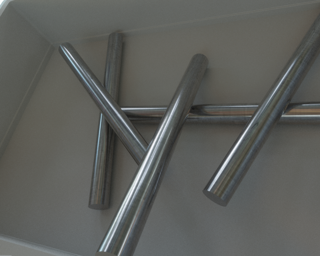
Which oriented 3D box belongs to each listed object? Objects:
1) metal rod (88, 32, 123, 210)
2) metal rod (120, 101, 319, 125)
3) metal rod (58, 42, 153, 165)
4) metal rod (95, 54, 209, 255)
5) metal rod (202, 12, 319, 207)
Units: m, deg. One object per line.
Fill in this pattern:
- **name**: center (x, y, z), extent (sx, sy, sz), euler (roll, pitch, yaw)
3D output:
- **metal rod**: center (-0.077, -0.030, 0.462), extent (0.025, 0.025, 0.299), euler (-13, 56, 20)
- **metal rod**: center (0.077, -0.017, 0.375), extent (0.300, 0.025, 0.025), euler (1, 62, 28)
- **metal rod**: center (-0.083, -0.043, 0.440), extent (0.025, 0.025, 0.300), euler (-41, 53, 0)
- **metal rod**: center (0.011, 0.000, 0.326), extent (0.025, 0.025, 0.301), euler (-5, 37, 26)
- **metal rod**: center (0.136, -0.047, 0.333), extent (0.025, 0.025, 0.301), euler (23, 64, 36)
